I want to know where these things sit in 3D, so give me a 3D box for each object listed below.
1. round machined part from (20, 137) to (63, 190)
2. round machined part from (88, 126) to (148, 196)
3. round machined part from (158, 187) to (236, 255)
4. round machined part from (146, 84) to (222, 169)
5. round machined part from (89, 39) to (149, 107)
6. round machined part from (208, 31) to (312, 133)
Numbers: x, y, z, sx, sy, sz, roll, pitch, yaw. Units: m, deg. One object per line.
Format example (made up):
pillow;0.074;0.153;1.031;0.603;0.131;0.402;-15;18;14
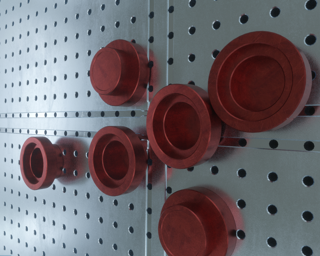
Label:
round machined part;-0.219;0.065;0.581;0.098;0.042;0.097;0;90;40
round machined part;-0.056;0.046;0.446;0.098;0.042;0.097;0;90;40
round machined part;0.036;0.122;0.369;0.098;0.042;0.097;0;90;40
round machined part;0.032;-0.003;0.368;0.098;0.042;0.097;6;98;44
round machined part;-0.066;-0.081;0.454;0.098;0.042;0.097;0;90;40
round machined part;0.102;-0.044;0.315;0.098;0.042;0.097;0;90;39
